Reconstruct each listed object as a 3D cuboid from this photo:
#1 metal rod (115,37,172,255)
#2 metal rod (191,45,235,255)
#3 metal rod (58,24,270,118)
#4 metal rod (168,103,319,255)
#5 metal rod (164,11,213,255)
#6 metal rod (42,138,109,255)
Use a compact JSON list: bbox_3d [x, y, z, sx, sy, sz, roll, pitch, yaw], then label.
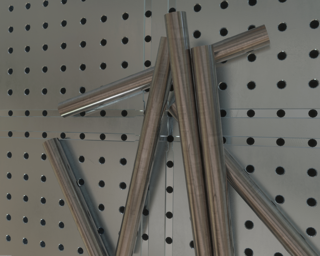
[{"bbox_3d":[-0.019,0.035,0.404,0.025,0.025,0.298,16,101,19],"label":"metal rod"},{"bbox_3d":[0.066,0.056,0.364,0.025,0.025,0.298,-5,98,20],"label":"metal rod"},{"bbox_3d":[-0.009,-0.069,0.416,0.300,0.025,0.025,-17,84,19],"label":"metal rod"},{"bbox_3d":[0.113,0.082,0.372,0.025,0.025,0.300,-43,77,15],"label":"metal rod"},{"bbox_3d":[0.037,0.018,0.371,0.025,0.025,0.298,-5,99,20],"label":"metal rod"},{"bbox_3d":[-0.102,0.153,0.449,0.025,0.025,0.299,-29,81,18],"label":"metal rod"}]
